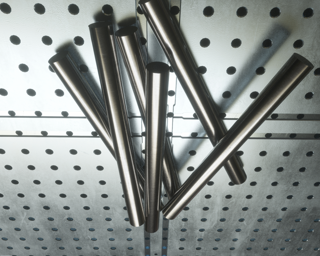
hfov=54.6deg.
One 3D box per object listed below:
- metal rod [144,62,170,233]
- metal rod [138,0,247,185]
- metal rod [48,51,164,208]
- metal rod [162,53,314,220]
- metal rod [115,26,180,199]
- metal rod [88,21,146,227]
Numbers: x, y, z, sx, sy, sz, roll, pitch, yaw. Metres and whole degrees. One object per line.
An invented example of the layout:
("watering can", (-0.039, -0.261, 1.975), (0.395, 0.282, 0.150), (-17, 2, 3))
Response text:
("metal rod", (-0.008, 0.050, 0.419), (0.025, 0.025, 0.298), (2, 130, -2))
("metal rod", (0.056, -0.025, 0.390), (0.025, 0.025, 0.300), (-21, 127, 16))
("metal rod", (-0.059, 0.027, 0.434), (0.025, 0.025, 0.299), (-16, 129, 13))
("metal rod", (0.081, 0.032, 0.404), (0.025, 0.025, 0.298), (21, 127, -17))
("metal rod", (-0.004, 0.010, 0.419), (0.025, 0.025, 0.299), (-9, 130, 8))
("metal rod", (-0.048, 0.018, 0.400), (0.025, 0.025, 0.298), (-4, 123, 3))
